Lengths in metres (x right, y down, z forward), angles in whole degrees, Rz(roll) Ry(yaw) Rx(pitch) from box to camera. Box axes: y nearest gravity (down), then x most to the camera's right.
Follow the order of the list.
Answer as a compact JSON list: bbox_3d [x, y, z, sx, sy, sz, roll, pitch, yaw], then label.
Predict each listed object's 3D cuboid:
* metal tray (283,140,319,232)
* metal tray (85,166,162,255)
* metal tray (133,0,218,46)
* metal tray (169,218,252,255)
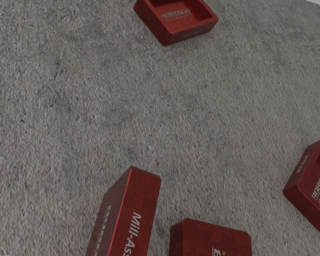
[{"bbox_3d":[0.255,0.089,0.483,0.090,0.030,0.131,47,51,4],"label":"metal tray"},{"bbox_3d":[-0.041,0.109,0.273,0.030,0.090,0.130,23,53,-14],"label":"metal tray"},{"bbox_3d":[0.031,-0.198,0.537,0.131,0.030,0.090,-29,78,-38],"label":"metal tray"},{"bbox_3d":[0.054,0.170,0.325,0.091,0.030,0.130,19,54,-18],"label":"metal tray"}]
